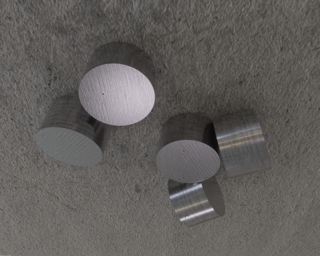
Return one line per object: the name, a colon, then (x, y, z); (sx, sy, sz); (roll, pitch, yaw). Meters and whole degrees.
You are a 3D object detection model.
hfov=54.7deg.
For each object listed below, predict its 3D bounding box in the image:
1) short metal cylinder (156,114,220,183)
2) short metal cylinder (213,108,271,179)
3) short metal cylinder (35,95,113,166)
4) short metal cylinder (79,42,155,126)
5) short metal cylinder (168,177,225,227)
short metal cylinder: (0.038, 0.028, 0.410); (0.080, 0.050, 0.079); (3, 131, 4)
short metal cylinder: (0.102, 0.020, 0.389); (0.050, 0.080, 0.080); (-16, 128, 13)
short metal cylinder: (-0.103, 0.005, 0.381); (0.080, 0.050, 0.080); (7, 142, 6)
short metal cylinder: (-0.046, -0.049, 0.348); (0.081, 0.050, 0.079); (0, 130, 0)
short metal cylinder: (0.055, 0.098, 0.455); (0.050, 0.080, 0.080); (-26, 125, 20)
